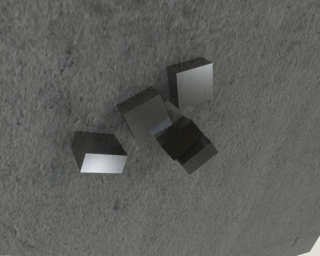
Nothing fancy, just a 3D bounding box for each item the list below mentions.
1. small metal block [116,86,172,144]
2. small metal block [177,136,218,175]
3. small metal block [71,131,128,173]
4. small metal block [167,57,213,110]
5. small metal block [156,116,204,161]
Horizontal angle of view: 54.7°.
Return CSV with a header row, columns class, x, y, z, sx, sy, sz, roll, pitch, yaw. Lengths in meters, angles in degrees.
class,x,y,z,sx,sy,sz,roll,pitch,yaw
small metal block,-0.019,-0.016,0.388,0.050,0.025,0.050,-31,129,-9
small metal block,0.044,0.030,0.435,0.050,0.050,0.025,-39,130,-2
small metal block,-0.073,0.029,0.370,0.050,0.050,0.025,7,115,-32
small metal block,0.039,-0.057,0.394,0.050,0.025,0.050,-19,126,-18
small metal block,0.025,0.012,0.410,0.050,0.050,0.025,-41,103,-1
